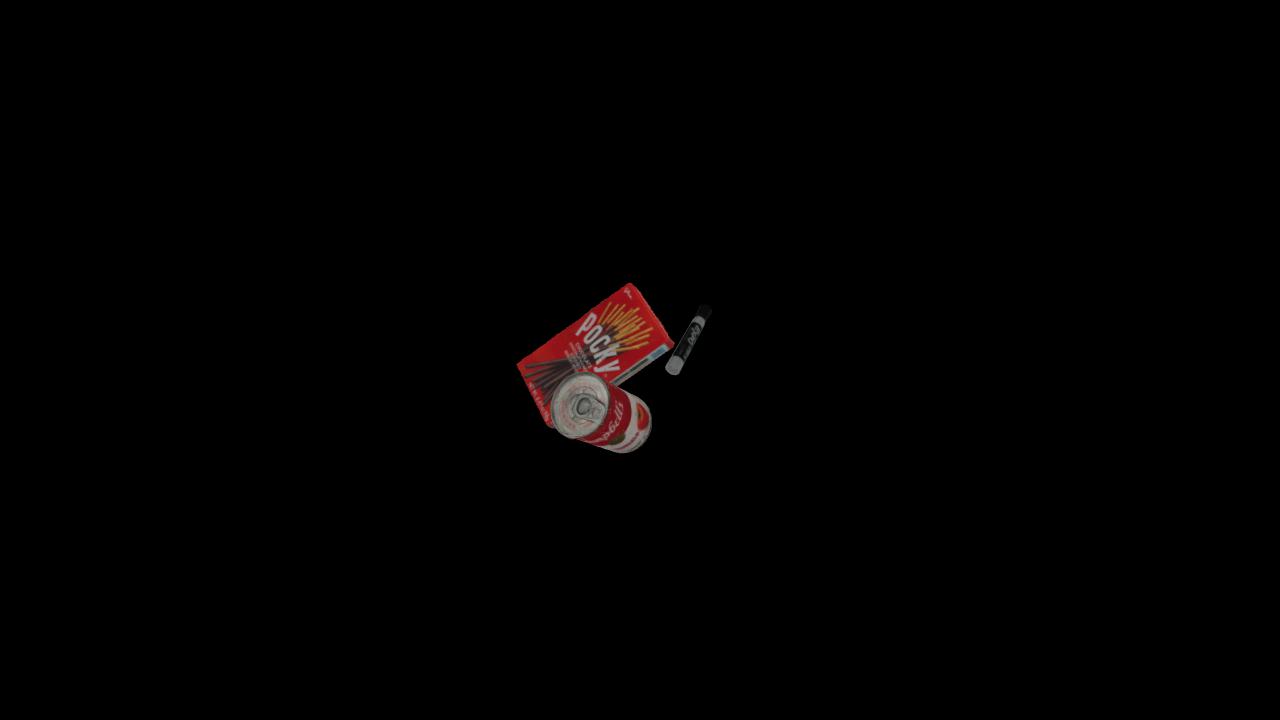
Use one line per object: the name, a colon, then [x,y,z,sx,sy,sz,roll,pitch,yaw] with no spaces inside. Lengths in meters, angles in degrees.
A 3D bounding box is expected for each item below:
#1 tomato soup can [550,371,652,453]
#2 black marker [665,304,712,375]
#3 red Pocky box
tomato soup can: [-0.038,0.057,0.639,0.068,0.068,0.101,0,-17,27]
black marker: [0.063,-0.029,0.770,0.020,0.020,0.121,0,43,34]
red Pocky box: [-0.049,-0.005,0.641,0.155,0.083,0.028,-35,-26,7]
